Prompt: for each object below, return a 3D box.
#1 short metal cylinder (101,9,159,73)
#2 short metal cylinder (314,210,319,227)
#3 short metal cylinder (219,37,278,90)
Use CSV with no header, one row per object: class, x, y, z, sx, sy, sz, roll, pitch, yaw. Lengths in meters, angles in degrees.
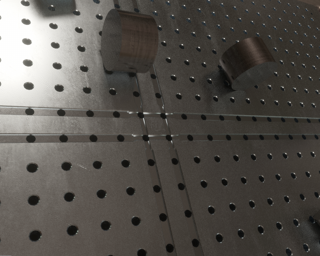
short metal cylinder,-0.043,-0.116,0.422,0.050,0.080,0.080,-1,62,-29
short metal cylinder,0.273,0.133,0.442,0.081,0.080,0.050,-21,73,-36
short metal cylinder,0.148,-0.106,0.520,0.081,0.080,0.050,-8,66,-32
